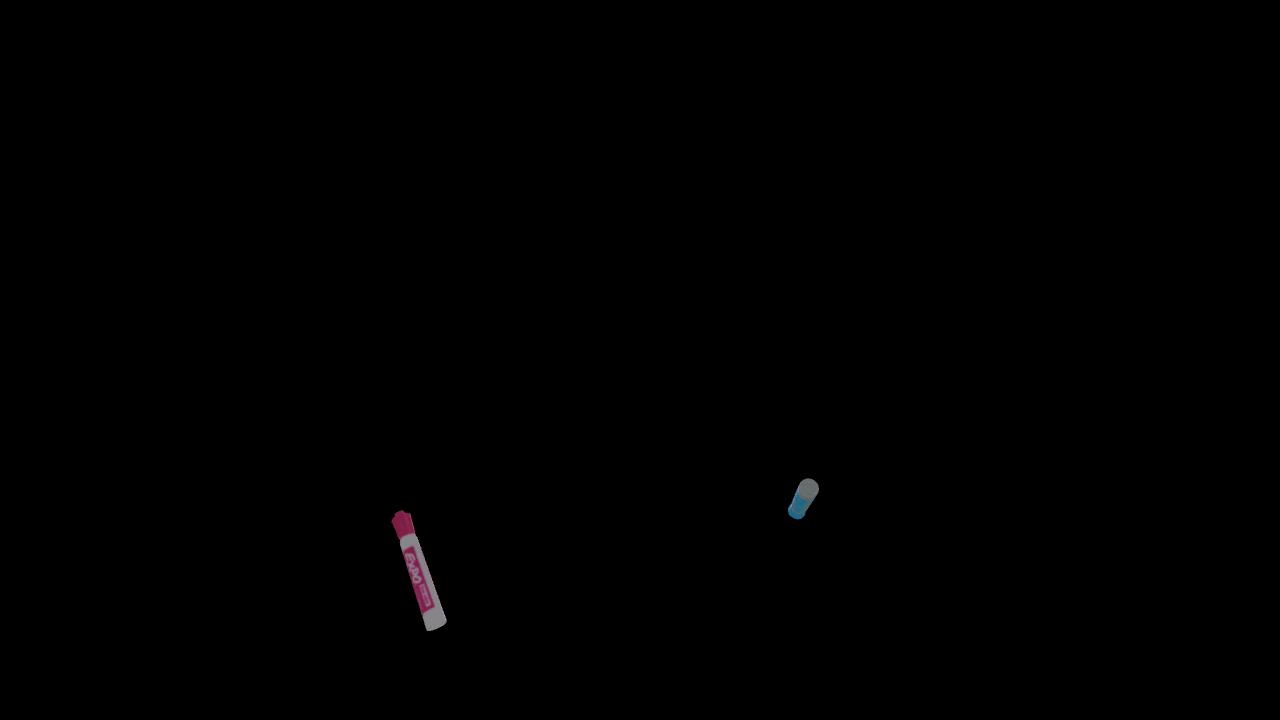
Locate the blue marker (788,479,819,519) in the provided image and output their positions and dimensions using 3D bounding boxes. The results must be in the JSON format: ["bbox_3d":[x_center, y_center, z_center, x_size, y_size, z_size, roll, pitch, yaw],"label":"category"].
[{"bbox_3d":[0.168,0.146,0.637,0.020,0.020,0.121,0,-24,8],"label":"blue marker"}]

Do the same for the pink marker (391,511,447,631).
[{"bbox_3d":[-0.216,0.201,0.597,0.020,0.121,0.020,-24,-28,-14],"label":"pink marker"}]
